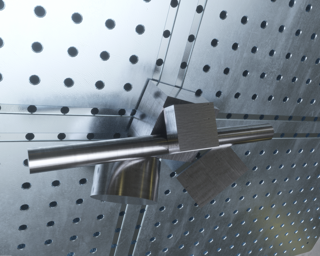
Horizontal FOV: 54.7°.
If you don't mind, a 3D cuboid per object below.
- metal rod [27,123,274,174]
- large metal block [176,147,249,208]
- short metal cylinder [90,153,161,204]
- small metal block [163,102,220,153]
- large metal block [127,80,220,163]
[{"bbox_3d":[0.011,0.018,0.359,0.303,0.025,0.025,-6,121,-26],"label":"metal rod"},{"bbox_3d":[0.070,0.064,0.440,0.080,0.050,0.080,-38,173,-2],"label":"large metal block"},{"bbox_3d":[-0.041,0.064,0.380,0.080,0.080,0.050,21,64,-36],"label":"short metal cylinder"},{"bbox_3d":[0.035,-0.001,0.345,0.050,0.025,0.050,-6,86,-25],"label":"small metal block"},{"bbox_3d":[0.016,-0.007,0.395,0.081,0.050,0.079,11,113,-33],"label":"large metal block"}]
